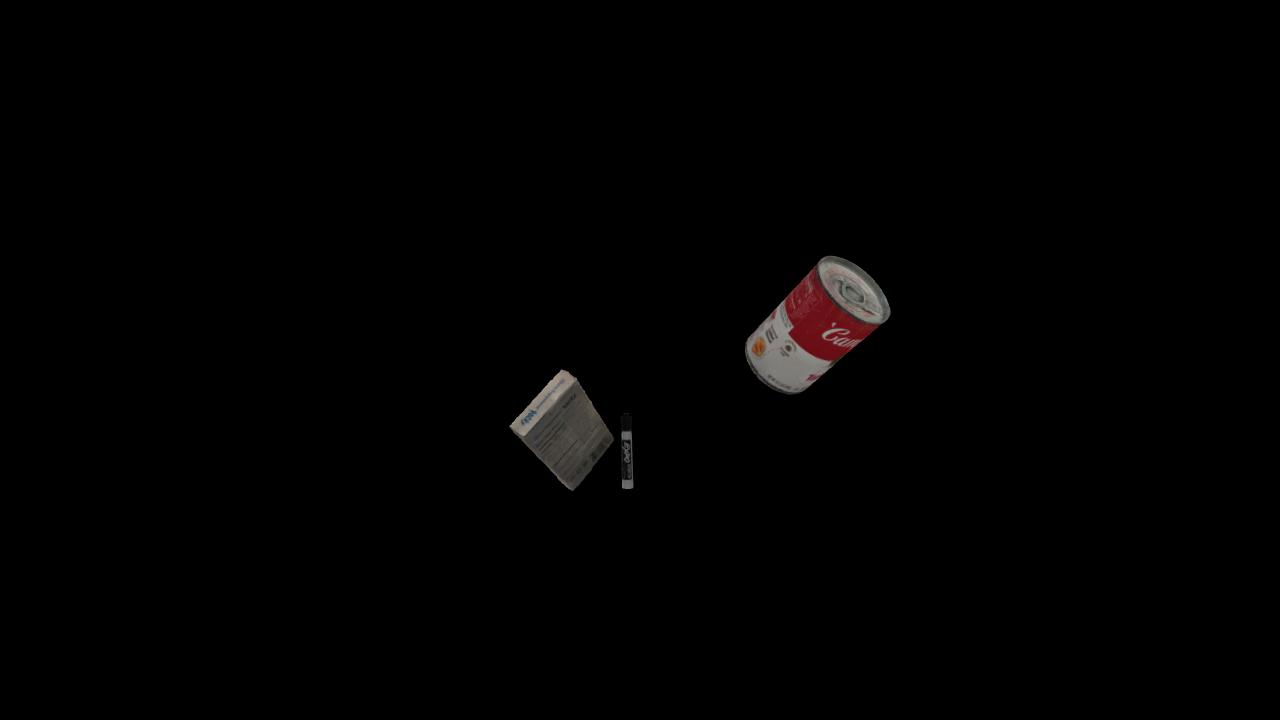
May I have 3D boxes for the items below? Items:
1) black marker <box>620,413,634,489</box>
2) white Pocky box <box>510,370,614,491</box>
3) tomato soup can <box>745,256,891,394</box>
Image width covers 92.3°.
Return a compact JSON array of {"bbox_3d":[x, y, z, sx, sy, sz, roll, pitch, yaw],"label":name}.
[{"bbox_3d":[-0.021,0.145,0.985,0.020,0.121,0.020,-1,2,0],"label":"black marker"},{"bbox_3d":[-0.081,0.083,0.689,0.028,0.084,0.154,31,-19,29],"label":"white Pocky box"},{"bbox_3d":[0.138,-0.025,0.496,0.068,0.068,0.101,0,-35,-33],"label":"tomato soup can"}]
